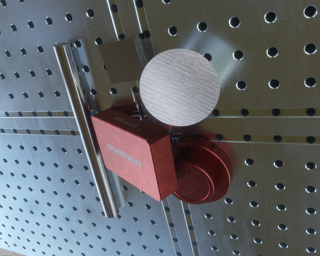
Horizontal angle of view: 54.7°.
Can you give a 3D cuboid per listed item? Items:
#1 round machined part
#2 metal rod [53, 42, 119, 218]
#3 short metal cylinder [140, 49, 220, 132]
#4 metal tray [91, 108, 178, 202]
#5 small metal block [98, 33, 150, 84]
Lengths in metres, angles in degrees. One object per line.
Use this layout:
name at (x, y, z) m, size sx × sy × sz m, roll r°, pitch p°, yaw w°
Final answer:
round machined part at (0.045, 0.063, 0.414) m, size 0.098 × 0.042 × 0.097 m, roll 13°, pitch 124°, yaw 20°
metal rod at (-0.107, 0.020, 0.477) m, size 0.025 × 0.025 × 0.298 m, roll 5°, pitch 121°, yaw 25°
short metal cylinder at (0.019, -0.038, 0.333) m, size 0.080 × 0.080 × 0.050 m, roll 37°, pitch 172°, yaw 3°
metal tray at (-0.036, 0.031, 0.412) m, size 0.130 × 0.030 × 0.089 m, roll 21°, pitch 130°, yaw 45°
small metal block at (-0.041, -0.085, 0.379) m, size 0.050 × 0.025 × 0.050 m, roll -2°, pitch 118°, yaw 29°
